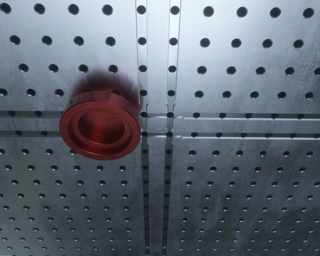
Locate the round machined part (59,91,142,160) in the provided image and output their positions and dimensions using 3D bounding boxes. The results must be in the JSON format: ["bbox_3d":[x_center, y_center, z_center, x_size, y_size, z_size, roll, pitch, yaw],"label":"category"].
[{"bbox_3d":[-0.073,-0.007,0.394,0.099,0.042,0.097,0,130,0],"label":"round machined part"}]
